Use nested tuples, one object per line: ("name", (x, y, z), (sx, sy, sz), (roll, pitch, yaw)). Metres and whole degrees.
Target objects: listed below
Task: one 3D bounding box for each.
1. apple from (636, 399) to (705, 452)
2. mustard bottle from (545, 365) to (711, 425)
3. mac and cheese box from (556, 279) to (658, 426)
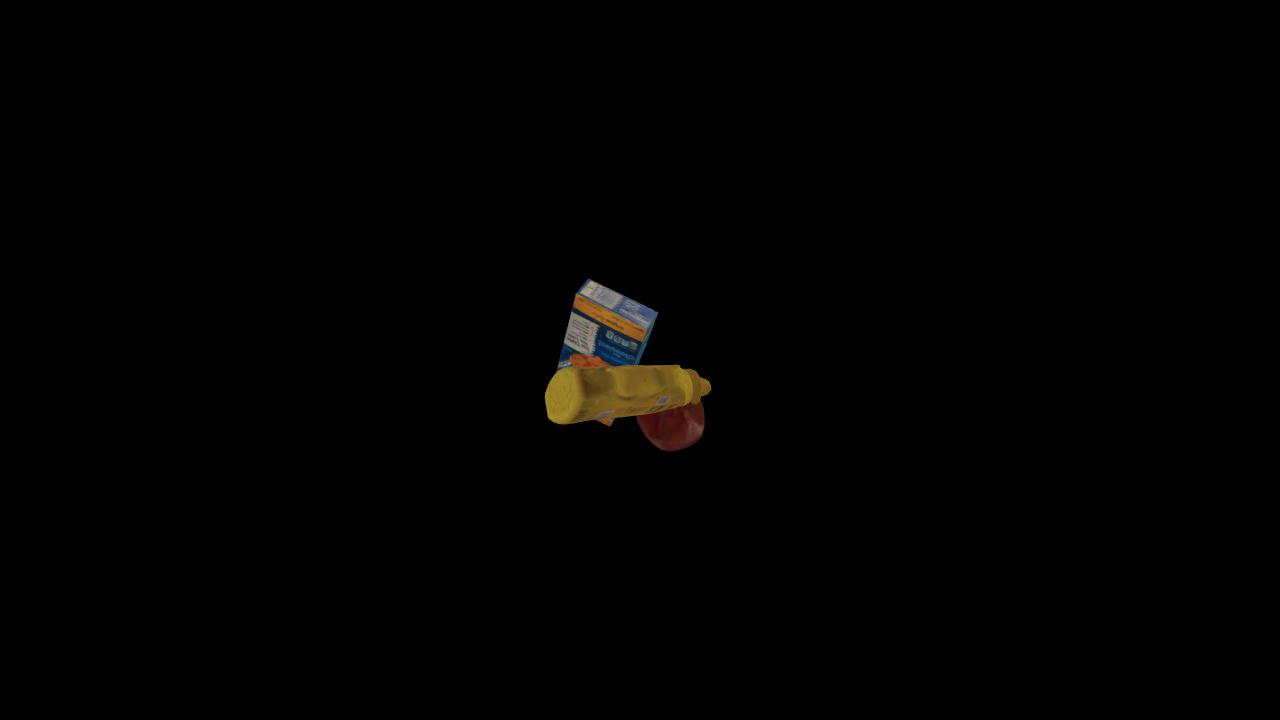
("apple", (0.035, 0.063, 0.704), (0.079, 0.079, 0.093), (0, -29, 12))
("mustard bottle", (-0.001, 0.033, 0.653), (0.184, 0.054, 0.092), (-2, -24, -32))
("mac and cheese box", (-0.048, -0.004, 0.748), (0.093, 0.184, 0.041), (26, 45, 5))
